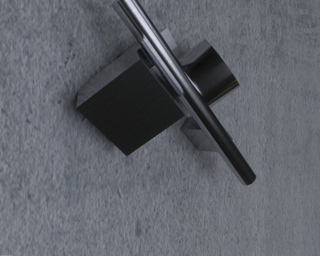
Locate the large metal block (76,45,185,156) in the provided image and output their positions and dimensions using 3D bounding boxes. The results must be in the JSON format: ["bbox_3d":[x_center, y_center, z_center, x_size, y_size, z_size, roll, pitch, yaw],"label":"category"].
[{"bbox_3d":[-0.032,-0.029,0.341,0.080,0.050,0.080,-36,121,10],"label":"large metal block"}]

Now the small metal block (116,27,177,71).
[{"bbox_3d":[-0.016,-0.094,0.378,0.050,0.050,0.025,-46,118,-30],"label":"small metal block"}]

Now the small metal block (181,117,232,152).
[{"bbox_3d":[0.067,0.009,0.445,0.050,0.050,0.025,48,61,-30],"label":"small metal block"}]

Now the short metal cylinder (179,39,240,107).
[{"bbox_3d":[0.063,-0.072,0.417,0.050,0.080,0.080,-37,121,12],"label":"short metal cylinder"}]

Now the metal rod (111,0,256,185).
[{"bbox_3d":[0.045,-0.029,0.381,0.300,0.025,0.025,51,60,-28],"label":"metal rod"}]
